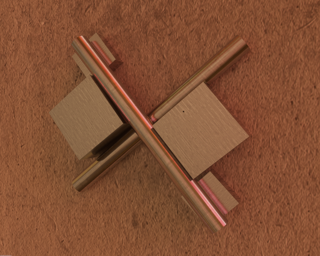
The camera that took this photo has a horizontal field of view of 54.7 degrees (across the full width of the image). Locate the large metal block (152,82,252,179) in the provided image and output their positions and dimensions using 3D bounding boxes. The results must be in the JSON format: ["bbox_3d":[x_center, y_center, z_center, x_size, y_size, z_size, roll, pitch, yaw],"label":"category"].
[{"bbox_3d":[0.052,0.003,0.378,0.080,0.050,0.080,-41,77,15],"label":"large metal block"}]

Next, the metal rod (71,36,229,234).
[{"bbox_3d":[-0.020,-0.001,0.390,0.025,0.025,0.300,-41,77,15],"label":"metal rod"}]

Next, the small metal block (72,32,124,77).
[{"bbox_3d":[-0.089,-0.098,0.442,0.050,0.025,0.050,-39,78,15],"label":"small metal block"}]

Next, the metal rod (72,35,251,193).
[{"bbox_3d":[-0.008,-0.010,0.414,0.299,0.025,0.025,-40,77,15],"label":"metal rod"}]

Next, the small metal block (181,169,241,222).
[{"bbox_3d":[0.064,0.087,0.388,0.050,0.025,0.050,-45,76,14],"label":"small metal block"}]

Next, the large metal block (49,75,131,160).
[{"bbox_3d":[-0.090,-0.014,0.427,0.080,0.050,0.080,-39,78,16],"label":"large metal block"}]
